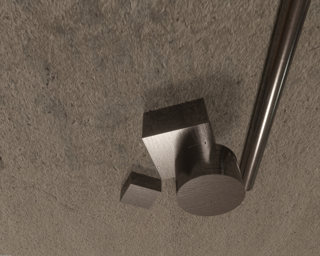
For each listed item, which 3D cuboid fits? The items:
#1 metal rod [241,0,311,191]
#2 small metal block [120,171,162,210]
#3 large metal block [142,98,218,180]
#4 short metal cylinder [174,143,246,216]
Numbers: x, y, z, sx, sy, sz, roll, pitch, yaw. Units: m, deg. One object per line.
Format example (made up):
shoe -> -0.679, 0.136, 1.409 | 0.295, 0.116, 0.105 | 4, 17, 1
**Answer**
metal rod -> 0.134, -0.024, 0.388 | 0.025, 0.025, 0.298 | 0, 130, -1
small metal block -> -0.031, 0.100, 0.492 | 0.050, 0.025, 0.050 | 18, 128, -16
large metal block -> 0.029, 0.016, 0.405 | 0.080, 0.050, 0.080 | -14, 129, 11
short metal cylinder -> 0.059, 0.064, 0.381 | 0.081, 0.050, 0.079 | -1, 131, -1
